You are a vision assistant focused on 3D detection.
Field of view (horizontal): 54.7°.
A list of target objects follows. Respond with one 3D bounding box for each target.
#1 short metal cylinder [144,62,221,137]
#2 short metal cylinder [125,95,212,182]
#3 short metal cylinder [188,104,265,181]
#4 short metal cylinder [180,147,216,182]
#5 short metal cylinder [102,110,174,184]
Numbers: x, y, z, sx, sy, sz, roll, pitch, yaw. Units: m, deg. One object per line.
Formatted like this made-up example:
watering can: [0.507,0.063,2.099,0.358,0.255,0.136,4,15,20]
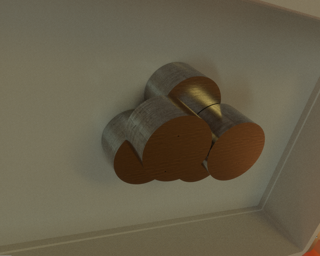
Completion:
short metal cylinder: [0.027,-0.035,0.384,0.081,0.050,0.079,-14,124,-21]
short metal cylinder: [0.009,0.011,0.337,0.081,0.050,0.079,-14,124,-21]
short metal cylinder: [0.079,0.017,0.378,0.081,0.050,0.079,-14,124,-21]
short metal cylinder: [0.044,0.028,0.431,0.081,0.050,0.079,-14,124,-21]
short metal cylinder: [-0.027,0.024,0.390,0.081,0.050,0.079,-14,124,-21]
